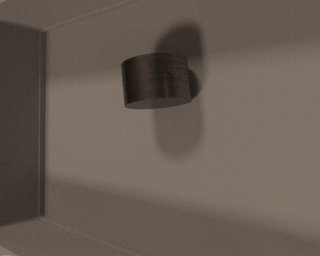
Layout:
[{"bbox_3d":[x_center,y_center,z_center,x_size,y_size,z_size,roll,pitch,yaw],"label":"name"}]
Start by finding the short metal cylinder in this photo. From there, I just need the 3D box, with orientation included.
[{"bbox_3d":[-0.004,-0.053,0.373,0.080,0.081,0.050,-9,85,39],"label":"short metal cylinder"}]
